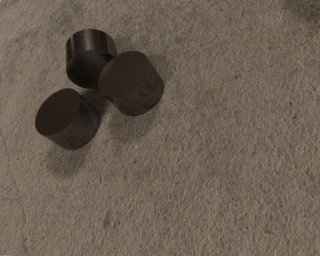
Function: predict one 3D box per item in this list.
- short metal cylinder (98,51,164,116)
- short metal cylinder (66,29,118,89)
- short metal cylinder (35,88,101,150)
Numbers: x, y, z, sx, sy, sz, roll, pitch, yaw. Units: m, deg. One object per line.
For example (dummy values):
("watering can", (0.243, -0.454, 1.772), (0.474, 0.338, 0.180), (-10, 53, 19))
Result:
("short metal cylinder", (-0.041, -0.064, 0.447), (0.080, 0.050, 0.080), (-13, 56, 20))
("short metal cylinder", (-0.107, -0.107, 0.488), (0.080, 0.080, 0.050), (-24, 53, 13))
("short metal cylinder", (-0.138, -0.013, 0.466), (0.080, 0.050, 0.080), (-13, 56, 20))
